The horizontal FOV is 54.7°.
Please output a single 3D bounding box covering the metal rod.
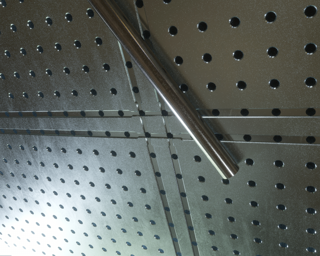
[{"bbox_3d":[0.000,-0.059,0.373,0.025,0.025,0.300,-31,102,37],"label":"metal rod"}]
